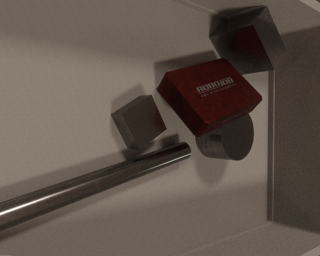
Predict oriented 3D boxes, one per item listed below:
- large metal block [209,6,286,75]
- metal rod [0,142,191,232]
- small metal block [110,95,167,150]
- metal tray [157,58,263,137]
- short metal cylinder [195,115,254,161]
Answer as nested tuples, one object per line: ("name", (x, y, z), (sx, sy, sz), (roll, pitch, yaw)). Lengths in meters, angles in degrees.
("large metal block", (0.139, -0.133, 0.490), (0.080, 0.080, 0.050), (52, 59, -28))
("metal rod", (-0.078, 0.063, 0.342), (0.302, 0.025, 0.025), (-15, 100, -39))
("small metal block", (-0.026, -0.007, 0.387), (0.050, 0.025, 0.050), (-38, 113, -34))
("metal tray", (0.073, -0.048, 0.434), (0.131, 0.030, 0.090), (-22, 66, -38))
("short metal cylinder", (0.100, 0.008, 0.477), (0.081, 0.050, 0.079), (0, 90, -40))
